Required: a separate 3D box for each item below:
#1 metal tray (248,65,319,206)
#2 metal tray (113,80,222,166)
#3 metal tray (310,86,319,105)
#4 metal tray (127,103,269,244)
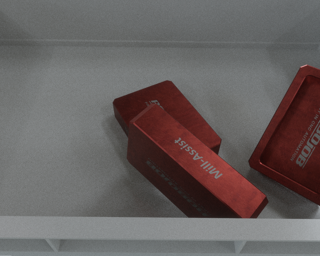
[{"bbox_3d":[0.170,0.007,0.343,0.090,0.030,0.129,30,98,26],"label":"metal tray"},{"bbox_3d":[0.006,-0.001,0.403,0.091,0.030,0.130,-23,54,-18],"label":"metal tray"},{"bbox_3d":[0.247,-0.024,0.384,0.030,0.089,0.130,1,50,-11],"label":"metal tray"},{"bbox_3d":[0.026,0.046,0.295,0.130,0.090,0.030,41,64,14],"label":"metal tray"}]
